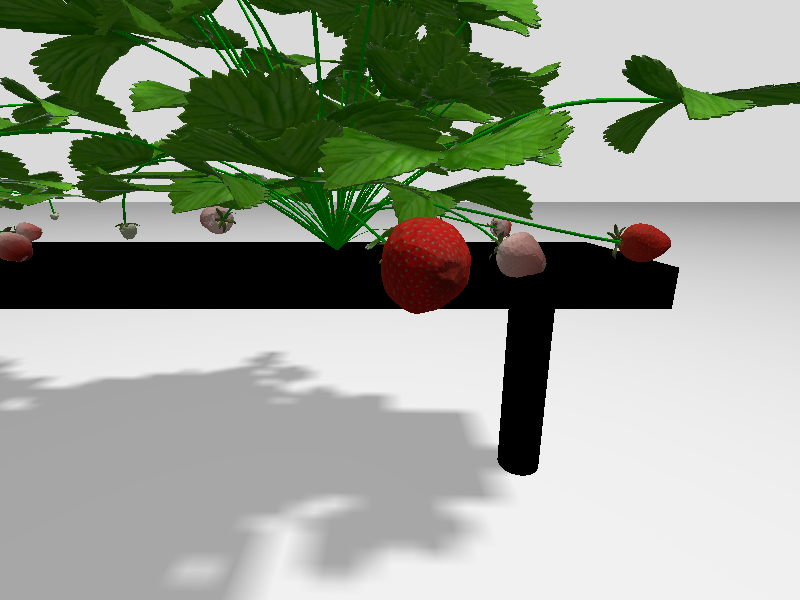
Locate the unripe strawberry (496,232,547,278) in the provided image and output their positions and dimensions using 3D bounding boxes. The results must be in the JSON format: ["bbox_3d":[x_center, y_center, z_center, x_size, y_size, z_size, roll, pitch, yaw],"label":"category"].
[{"bbox_3d":[0.072,-0.025,0.234,0.028,0.027,0.026,31,31,34],"label":"unripe strawberry"}]

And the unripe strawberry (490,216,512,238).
[{"bbox_3d":[0.114,-0.082,0.447,0.025,0.024,0.023,-8,17,-30],"label":"unripe strawberry"}]

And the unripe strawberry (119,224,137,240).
[{"bbox_3d":[-0.264,-0.067,0.390,0.016,0.015,0.014,3,16,11],"label":"unripe strawberry"}]

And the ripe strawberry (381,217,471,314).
[{"bbox_3d":[0.013,-0.014,0.168,0.039,0.041,0.042,-6,17,-19],"label":"ripe strawberry"}]

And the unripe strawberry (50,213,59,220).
[{"bbox_3d":[-0.479,-0.116,0.554,0.009,0.010,0.010,2,15,7],"label":"unripe strawberry"}]

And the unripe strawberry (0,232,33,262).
[{"bbox_3d":[-0.277,-0.038,0.287,0.023,0.020,0.023,42,21,2],"label":"unripe strawberry"}]

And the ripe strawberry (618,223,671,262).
[{"bbox_3d":[0.171,-0.040,0.280,0.031,0.027,0.031,5,16,16],"label":"ripe strawberry"}]

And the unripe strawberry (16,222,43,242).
[{"bbox_3d":[-0.377,-0.069,0.408,0.020,0.020,0.019,-7,17,-25],"label":"unripe strawberry"}]

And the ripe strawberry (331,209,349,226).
[{"bbox_3d":[-0.073,-0.100,0.502,0.030,0.027,0.027,-2,6,-6],"label":"ripe strawberry"}]
